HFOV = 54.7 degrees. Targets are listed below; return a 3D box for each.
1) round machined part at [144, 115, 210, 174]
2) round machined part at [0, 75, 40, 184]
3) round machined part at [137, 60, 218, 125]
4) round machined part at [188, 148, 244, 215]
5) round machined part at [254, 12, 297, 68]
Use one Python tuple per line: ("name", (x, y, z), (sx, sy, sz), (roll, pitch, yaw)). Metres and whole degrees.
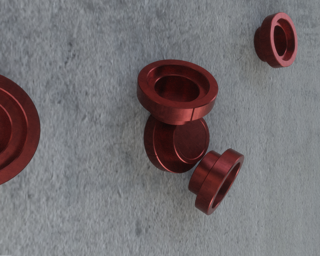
("round machined part", (0.029, 0.013, 0.421), (0.099, 0.042, 0.097), (0, 90, -40))
("round machined part", (-0.158, 0.001, 0.262), (0.099, 0.042, 0.097), (0, 90, -40))
("round machined part", (0.020, -0.041, 0.389), (0.099, 0.098, 0.042), (-35, 149, -35))
("round machined part", (0.076, 0.071, 0.441), (0.098, 0.042, 0.097), (-45, 152, -31))
("round machined part", (0.211, -0.159, 0.574), (0.099, 0.042, 0.097), (0, 90, -40))
